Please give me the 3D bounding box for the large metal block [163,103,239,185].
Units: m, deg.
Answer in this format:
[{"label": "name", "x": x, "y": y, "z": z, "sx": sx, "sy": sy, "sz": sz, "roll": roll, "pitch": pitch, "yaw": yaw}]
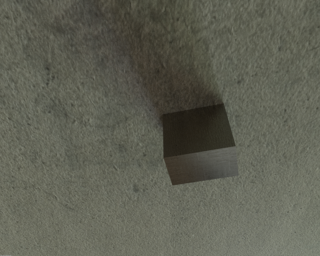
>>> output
[{"label": "large metal block", "x": 0.049, "y": 0.019, "z": 0.388, "sx": 0.080, "sy": 0.080, "sz": 0.050, "roll": -10, "pitch": 130, "yaw": 8}]
